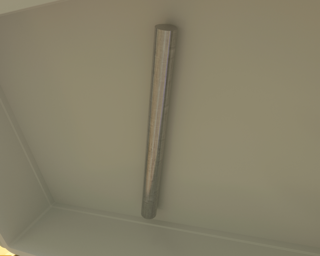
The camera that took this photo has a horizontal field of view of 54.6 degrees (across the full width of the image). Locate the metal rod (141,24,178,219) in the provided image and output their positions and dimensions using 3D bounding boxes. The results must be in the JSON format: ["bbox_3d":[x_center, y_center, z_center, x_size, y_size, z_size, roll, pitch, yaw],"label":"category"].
[{"bbox_3d":[-0.006,0.014,0.418,0.025,0.025,0.298,18,126,18],"label":"metal rod"}]
